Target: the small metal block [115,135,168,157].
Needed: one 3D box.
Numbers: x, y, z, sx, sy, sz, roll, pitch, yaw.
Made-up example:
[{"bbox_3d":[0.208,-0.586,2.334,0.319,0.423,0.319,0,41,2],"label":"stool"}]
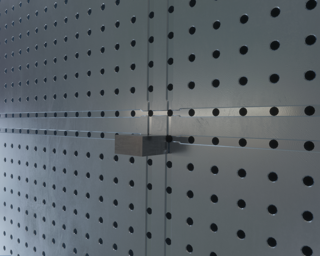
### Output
[{"bbox_3d":[-0.025,0.022,0.415,0.050,0.050,0.025,2,91,40],"label":"small metal block"}]
